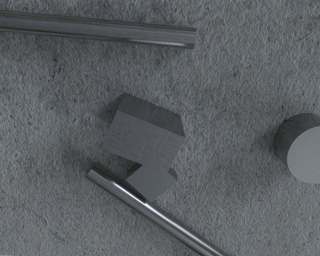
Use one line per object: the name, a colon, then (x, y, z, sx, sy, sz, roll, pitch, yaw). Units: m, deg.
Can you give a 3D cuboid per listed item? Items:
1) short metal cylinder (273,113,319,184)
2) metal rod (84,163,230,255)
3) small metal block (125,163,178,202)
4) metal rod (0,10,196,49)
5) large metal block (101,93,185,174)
short metal cylinder: (0.199, 0.026, 0.409, 0.081, 0.050, 0.079, 0, 110, -1)
metal rod: (0.018, 0.147, 0.464, 0.301, 0.025, 0.025, 38, 106, -13)
small metal block: (-0.012, 0.067, 0.435, 0.050, 0.025, 0.050, -41, 106, 13)
metal rod: (-0.109, -0.119, 0.364, 0.302, 0.025, 0.025, 5, 110, -2)
large metal block: (-0.019, 0.003, 0.381, 0.080, 0.080, 0.050, 22, 109, -8)
